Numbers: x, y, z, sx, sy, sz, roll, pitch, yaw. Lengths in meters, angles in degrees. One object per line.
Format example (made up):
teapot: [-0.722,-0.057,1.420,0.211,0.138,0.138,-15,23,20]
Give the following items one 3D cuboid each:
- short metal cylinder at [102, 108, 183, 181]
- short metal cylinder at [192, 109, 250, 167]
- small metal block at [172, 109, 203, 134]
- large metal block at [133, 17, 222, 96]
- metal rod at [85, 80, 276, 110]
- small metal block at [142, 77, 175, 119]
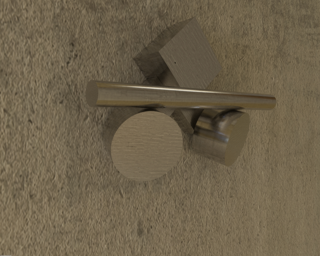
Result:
short metal cylinder: [-0.021,0.013,0.353,0.081,0.050,0.079,-6,109,-19]
short metal cylinder: [0.089,0.009,0.446,0.081,0.050,0.079,-36,137,-43]
small metal block: [0.044,-0.027,0.442,0.050,0.025,0.050,-51,120,-28]
large metal block: [0.026,-0.085,0.408,0.080,0.050,0.080,-50,120,-28]
metal rod: [0.053,-0.036,0.383,0.302,0.025,0.025,-2,92,-40]
small metal block: [-0.012,-0.029,0.396,0.050,0.025,0.050,-51,120,-29]
